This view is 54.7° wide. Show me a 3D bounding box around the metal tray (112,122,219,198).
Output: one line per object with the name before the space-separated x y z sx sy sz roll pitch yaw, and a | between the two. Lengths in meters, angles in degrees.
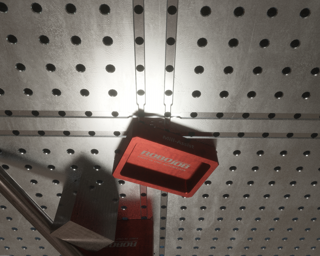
metal tray | 0.007 0.050 0.451 0.131 0.030 0.089 19 128 -16

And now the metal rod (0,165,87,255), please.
metal rod | -0.168 0.156 0.472 0.025 0.025 0.300 -34 101 25

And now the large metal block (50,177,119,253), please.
large metal block | -0.115 0.138 0.492 0.050 0.080 0.080 -37 121 26

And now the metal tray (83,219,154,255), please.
metal tray | -0.077 0.210 0.546 0.131 0.090 0.030 -2 130 1
